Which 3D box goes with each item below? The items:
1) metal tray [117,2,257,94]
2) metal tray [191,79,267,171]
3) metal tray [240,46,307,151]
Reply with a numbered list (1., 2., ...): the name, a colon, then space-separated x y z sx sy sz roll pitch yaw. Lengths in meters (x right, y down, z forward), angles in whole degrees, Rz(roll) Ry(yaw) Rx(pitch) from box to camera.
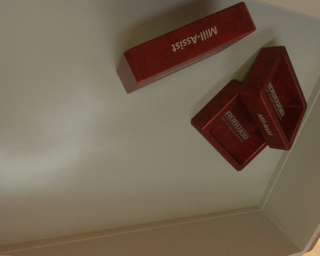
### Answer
1. metal tray: 0.022 -0.081 0.327 0.131 0.090 0.030 -26 95 -12
2. metal tray: 0.116 0.000 0.468 0.090 0.030 0.130 -45 129 3
3. metal tray: 0.167 -0.040 0.442 0.130 0.030 0.090 49 62 -37
